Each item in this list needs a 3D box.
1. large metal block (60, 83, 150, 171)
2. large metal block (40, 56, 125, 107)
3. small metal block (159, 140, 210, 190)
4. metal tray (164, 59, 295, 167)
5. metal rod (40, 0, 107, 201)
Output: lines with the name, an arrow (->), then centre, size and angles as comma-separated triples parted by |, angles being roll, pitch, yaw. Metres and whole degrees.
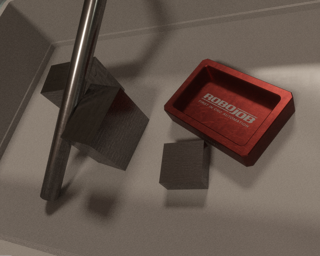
large metal block -> -0.068, 0.000, 0.404 | 0.050, 0.080, 0.080 | 12, 68, 33
large metal block -> -0.112, -0.055, 0.461 | 0.080, 0.080, 0.050 | -5, 60, 25
small metal block -> 0.030, 0.044, 0.362 | 0.050, 0.025, 0.050 | -6, 59, 24
metal tray -> 0.079, -0.024, 0.374 | 0.130, 0.030, 0.090 | 34, 80, 38
metal rod -> -0.110, -0.044, 0.394 | 0.025, 0.025, 0.298 | 28, 107, 37
